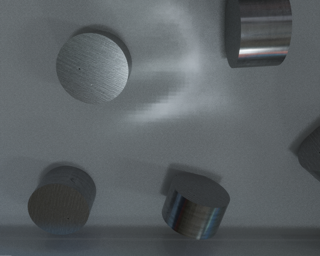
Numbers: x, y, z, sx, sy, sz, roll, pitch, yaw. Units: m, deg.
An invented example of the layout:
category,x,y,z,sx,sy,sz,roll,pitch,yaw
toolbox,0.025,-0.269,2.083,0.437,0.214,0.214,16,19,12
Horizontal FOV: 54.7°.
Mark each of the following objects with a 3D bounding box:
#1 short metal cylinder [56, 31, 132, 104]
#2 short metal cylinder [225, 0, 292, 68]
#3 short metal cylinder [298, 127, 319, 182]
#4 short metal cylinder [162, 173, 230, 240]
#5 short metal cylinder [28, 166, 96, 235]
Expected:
category,x,y,z,sx,sy,sz,roll,pitch,yaw
short metal cylinder,-0.076,-0.074,0.370,0.081,0.050,0.079,0,110,-1
short metal cylinder,0.105,-0.108,0.344,0.050,0.080,0.079,-3,110,1
short metal cylinder,0.230,0.036,0.399,0.050,0.080,0.080,39,105,-13
short metal cylinder,0.048,0.104,0.421,0.081,0.080,0.050,15,109,-6
short metal cylinder,-0.134,0.100,0.433,0.081,0.050,0.079,0,110,-1
